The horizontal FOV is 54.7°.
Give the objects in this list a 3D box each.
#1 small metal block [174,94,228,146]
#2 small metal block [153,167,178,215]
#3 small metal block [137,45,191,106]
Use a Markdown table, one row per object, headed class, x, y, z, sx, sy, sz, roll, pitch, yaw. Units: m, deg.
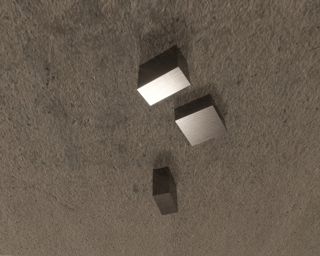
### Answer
| class | x | y | z | sx | sy | sz | roll | pitch | yaw |
| --- | --- | --- | --- | --- | --- | --- | --- | --- | --- |
| small metal block | 0.053 | -0.009 | 0.400 | 0.050 | 0.025 | 0.050 | -23 | 127 | 18 |
| small metal block | 0.008 | 0.096 | 0.473 | 0.025 | 0.050 | 0.050 | -12 | 129 | 10 |
| small metal block | 0.004 | -0.059 | 0.341 | 0.050 | 0.050 | 0.025 | -26 | 126 | 20 |
